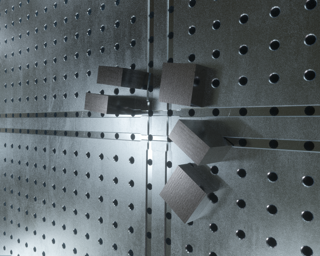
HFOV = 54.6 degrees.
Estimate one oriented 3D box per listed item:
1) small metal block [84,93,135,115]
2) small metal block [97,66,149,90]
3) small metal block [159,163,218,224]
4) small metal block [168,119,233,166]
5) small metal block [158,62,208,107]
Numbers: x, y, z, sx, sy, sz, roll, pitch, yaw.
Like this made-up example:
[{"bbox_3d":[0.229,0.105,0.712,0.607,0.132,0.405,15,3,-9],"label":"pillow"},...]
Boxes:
[{"bbox_3d":[-0.074,-0.035,0.456,0.050,0.050,0.025,12,98,39],"label":"small metal block"},{"bbox_3d":[-0.052,-0.071,0.437,0.050,0.050,0.025,13,99,39],"label":"small metal block"},{"bbox_3d":[0.034,0.080,0.382,0.050,0.025,0.050,44,116,31],"label":"small metal block"},{"bbox_3d":[0.047,0.015,0.355,0.050,0.050,0.025,44,117,31],"label":"small metal block"},{"bbox_3d":[0.028,-0.054,0.387,0.050,0.025,0.050,12,98,39],"label":"small metal block"}]
